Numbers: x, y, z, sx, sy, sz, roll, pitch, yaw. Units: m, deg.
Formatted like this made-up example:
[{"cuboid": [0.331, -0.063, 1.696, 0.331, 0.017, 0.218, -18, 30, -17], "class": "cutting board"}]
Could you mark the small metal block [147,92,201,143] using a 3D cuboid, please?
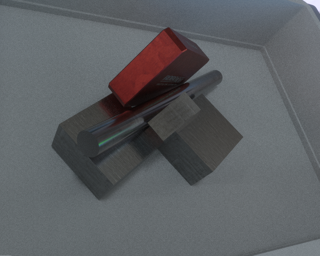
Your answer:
[{"cuboid": [0.016, -0.009, 0.341, 0.050, 0.050, 0.025, -40, 83, -2], "class": "small metal block"}]

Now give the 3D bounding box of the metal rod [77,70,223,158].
[{"cuboid": [0.014, -0.034, 0.386, 0.025, 0.025, 0.302, 49, 36, 6], "class": "metal rod"}]

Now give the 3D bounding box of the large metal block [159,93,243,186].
[{"cuboid": [0.048, 0.014, 0.407, 0.080, 0.050, 0.080, 47, 51, 5], "class": "large metal block"}]

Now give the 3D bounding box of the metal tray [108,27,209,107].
[{"cuboid": [0.005, -0.068, 0.373, 0.030, 0.090, 0.131, 52, 19, 7], "class": "metal tray"}]

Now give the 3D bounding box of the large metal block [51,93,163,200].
[{"cuboid": [-0.058, 0.018, 0.344, 0.080, 0.050, 0.080, 47, 51, 5], "class": "large metal block"}]
